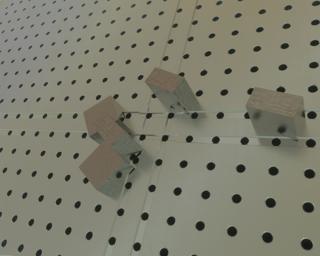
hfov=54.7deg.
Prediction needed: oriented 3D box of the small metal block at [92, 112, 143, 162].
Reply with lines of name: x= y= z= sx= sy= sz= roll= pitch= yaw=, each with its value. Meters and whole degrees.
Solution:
small metal block: x=-0.056 y=0.012 z=0.413 sx=0.025 sy=0.050 sz=0.050 roll=-45 pitch=52 yaw=-3

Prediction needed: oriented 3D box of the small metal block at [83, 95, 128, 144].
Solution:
small metal block: x=-0.081 y=-0.013 z=0.457 sx=0.050 sy=0.025 sz=0.050 roll=-30 pitch=52 yaw=8

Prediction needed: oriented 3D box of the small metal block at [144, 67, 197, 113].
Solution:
small metal block: x=0.015 y=-0.050 z=0.414 sx=0.050 sy=0.050 sz=0.025 roll=27 pitch=77 yaw=37

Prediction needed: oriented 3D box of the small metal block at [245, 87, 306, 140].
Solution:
small metal block: x=0.126 y=-0.016 z=0.335 sx=0.050 sy=0.050 sz=0.025 roll=19 pitch=72 yaw=35

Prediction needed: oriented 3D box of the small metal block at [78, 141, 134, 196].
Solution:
small metal block: x=-0.072 y=0.053 z=0.412 sx=0.050 sy=0.025 sz=0.050 roll=-47 pitch=52 yaw=-5
